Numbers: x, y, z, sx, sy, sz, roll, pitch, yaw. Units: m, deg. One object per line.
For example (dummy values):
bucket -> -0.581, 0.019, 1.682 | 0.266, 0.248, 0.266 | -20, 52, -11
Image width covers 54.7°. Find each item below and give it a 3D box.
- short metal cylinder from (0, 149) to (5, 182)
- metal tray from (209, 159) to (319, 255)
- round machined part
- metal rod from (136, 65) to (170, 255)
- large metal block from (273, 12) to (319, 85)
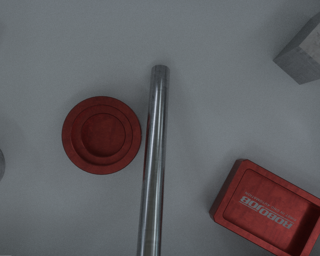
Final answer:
short metal cylinder -> -0.250, 0.051, 0.396 | 0.081, 0.050, 0.079 | 0, 90, -1
metal tray -> 0.143, 0.109, 0.406 | 0.130, 0.030, 0.090 | 29, 85, 0
round machined part -> -0.072, 0.009, 0.402 | 0.099, 0.042, 0.097 | 0, 90, -1
metal rod -> -0.007, 0.058, 0.349 | 0.025, 0.025, 0.299 | 4, 65, 0
large metal block -> 0.201, -0.105, 0.387 | 0.050, 0.080, 0.080 | 42, 90, -1
